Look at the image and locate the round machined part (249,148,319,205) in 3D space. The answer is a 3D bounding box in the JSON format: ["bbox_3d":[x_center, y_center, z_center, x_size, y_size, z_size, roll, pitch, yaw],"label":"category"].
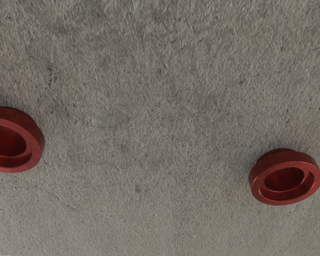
[{"bbox_3d":[0.180,0.068,0.455,0.099,0.042,0.097,0,130,0],"label":"round machined part"}]

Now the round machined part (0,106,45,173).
[{"bbox_3d":[-0.200,0.011,0.403,0.099,0.042,0.097,0,130,0],"label":"round machined part"}]
